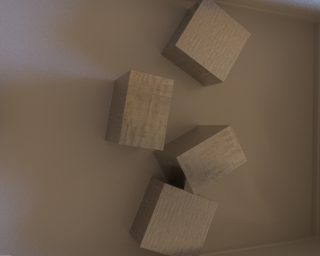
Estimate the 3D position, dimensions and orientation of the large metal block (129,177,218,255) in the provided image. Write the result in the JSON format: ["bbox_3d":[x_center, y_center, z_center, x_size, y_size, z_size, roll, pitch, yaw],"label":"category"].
[{"bbox_3d":[0.017,0.118,0.405,0.080,0.050,0.080,24,82,-19],"label":"large metal block"}]

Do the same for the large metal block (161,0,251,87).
[{"bbox_3d":[0.062,-0.114,0.421,0.080,0.050,0.080,33,79,-17],"label":"large metal block"}]

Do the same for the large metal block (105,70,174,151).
[{"bbox_3d":[-0.028,-0.019,0.372,0.050,0.080,0.080,10,87,-20],"label":"large metal block"}]

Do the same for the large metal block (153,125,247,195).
[{"bbox_3d":[0.049,0.036,0.401,0.080,0.080,0.050,-29,100,-18],"label":"large metal block"}]
